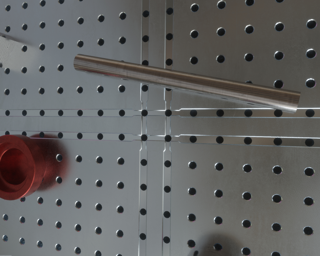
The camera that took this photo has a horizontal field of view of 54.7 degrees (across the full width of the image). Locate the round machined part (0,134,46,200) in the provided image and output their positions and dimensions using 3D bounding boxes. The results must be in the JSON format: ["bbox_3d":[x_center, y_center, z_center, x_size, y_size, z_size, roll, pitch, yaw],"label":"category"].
[{"bbox_3d":[-0.218,0.058,0.478,0.098,0.042,0.097,0,90,19],"label":"round machined part"}]

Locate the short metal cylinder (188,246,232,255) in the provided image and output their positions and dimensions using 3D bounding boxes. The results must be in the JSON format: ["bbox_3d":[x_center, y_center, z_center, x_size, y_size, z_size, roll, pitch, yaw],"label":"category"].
[{"bbox_3d":[0.059,0.193,0.378,0.080,0.050,0.079,0,90,19],"label":"short metal cylinder"}]

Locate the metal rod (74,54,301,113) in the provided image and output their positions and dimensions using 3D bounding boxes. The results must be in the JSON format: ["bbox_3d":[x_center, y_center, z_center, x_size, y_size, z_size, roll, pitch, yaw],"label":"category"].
[{"bbox_3d":[0.020,-0.063,0.404,0.301,0.025,0.025,13,95,19],"label":"metal rod"}]

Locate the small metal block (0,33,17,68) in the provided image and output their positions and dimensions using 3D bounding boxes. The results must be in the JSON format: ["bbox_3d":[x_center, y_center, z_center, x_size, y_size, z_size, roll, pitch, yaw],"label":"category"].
[{"bbox_3d":[-0.266,-0.127,0.491,0.025,0.050,0.050,35,101,16],"label":"small metal block"}]
